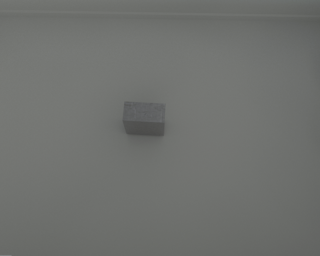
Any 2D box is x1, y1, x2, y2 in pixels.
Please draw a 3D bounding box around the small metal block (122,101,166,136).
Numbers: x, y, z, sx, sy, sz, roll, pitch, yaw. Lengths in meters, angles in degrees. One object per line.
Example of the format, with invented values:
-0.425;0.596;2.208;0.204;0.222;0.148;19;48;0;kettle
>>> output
-0.019;-0.011;0.396;0.050;0.050;0.025;3;70;1;small metal block
